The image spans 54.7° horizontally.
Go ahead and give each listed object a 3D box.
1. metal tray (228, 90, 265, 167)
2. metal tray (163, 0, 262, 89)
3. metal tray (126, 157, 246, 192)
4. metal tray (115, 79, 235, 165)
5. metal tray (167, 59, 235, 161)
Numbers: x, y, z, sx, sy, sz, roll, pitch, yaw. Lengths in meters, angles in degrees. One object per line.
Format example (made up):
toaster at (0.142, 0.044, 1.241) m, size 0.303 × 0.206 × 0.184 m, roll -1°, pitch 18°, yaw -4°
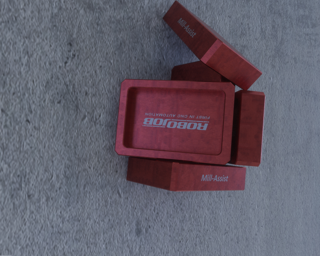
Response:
metal tray at (0.099, 0.003, 0.427) m, size 0.030 × 0.130 × 0.089 m, roll 6°, pitch 86°, yaw -7°
metal tray at (0.065, -0.109, 0.403) m, size 0.090 × 0.130 × 0.030 m, roll 22°, pitch 117°, yaw -38°
metal tray at (0.035, 0.058, 0.395) m, size 0.131 × 0.090 × 0.030 m, roll 9°, pitch 85°, yaw -40°
metal tray at (0.017, -0.008, 0.359) m, size 0.030 × 0.131 × 0.089 m, roll 21°, pitch 73°, yaw -76°
metal tray at (0.051, -0.021, 0.408) m, size 0.030 × 0.090 × 0.129 m, roll 10°, pitch 84°, yaw -40°
